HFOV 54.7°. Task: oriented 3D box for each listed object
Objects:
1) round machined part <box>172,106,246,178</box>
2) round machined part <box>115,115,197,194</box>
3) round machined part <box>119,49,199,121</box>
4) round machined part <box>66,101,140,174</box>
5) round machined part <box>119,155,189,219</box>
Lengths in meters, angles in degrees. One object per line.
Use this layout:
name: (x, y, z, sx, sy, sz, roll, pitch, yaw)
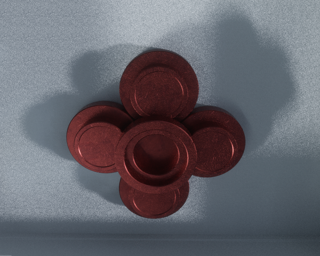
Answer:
round machined part: (0.064, 0.023, 0.409, 0.099, 0.042, 0.097, 0, 110, 0)
round machined part: (-0.005, 0.030, 0.389, 0.099, 0.042, 0.097, 0, 110, 0)
round machined part: (-0.001, -0.046, 0.382, 0.099, 0.042, 0.097, 0, 110, 0)
round machined part: (-0.073, 0.017, 0.405, 0.099, 0.042, 0.097, 0, 110, 0)
round machined part: (-0.008, 0.086, 0.431, 0.099, 0.042, 0.097, -1, 109, -1)
